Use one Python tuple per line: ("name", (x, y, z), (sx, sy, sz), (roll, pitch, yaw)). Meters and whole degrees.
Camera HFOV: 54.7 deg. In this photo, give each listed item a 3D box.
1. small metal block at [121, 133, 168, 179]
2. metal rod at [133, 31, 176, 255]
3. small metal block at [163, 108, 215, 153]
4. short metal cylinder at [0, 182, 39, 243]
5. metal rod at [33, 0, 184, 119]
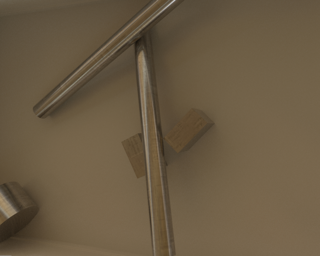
("small metal block", (-0.019, 0.034, 0.403), (0.025, 0.050, 0.050), (-28, 81, 18))
("metal rod", (-0.011, -0.005, 0.376), (0.025, 0.025, 0.299), (-13, 72, 19))
("small metal block", (0.037, 0.003, 0.383), (0.025, 0.050, 0.050), (46, 104, 14))
("short metal cylinder", (-0.232, 0.126, 0.461), (0.050, 0.080, 0.080), (45, 104, 14))
("metal rod", (-0.070, -0.098, 0.408), (0.299, 0.025, 0.025), (-33, 80, 26))
